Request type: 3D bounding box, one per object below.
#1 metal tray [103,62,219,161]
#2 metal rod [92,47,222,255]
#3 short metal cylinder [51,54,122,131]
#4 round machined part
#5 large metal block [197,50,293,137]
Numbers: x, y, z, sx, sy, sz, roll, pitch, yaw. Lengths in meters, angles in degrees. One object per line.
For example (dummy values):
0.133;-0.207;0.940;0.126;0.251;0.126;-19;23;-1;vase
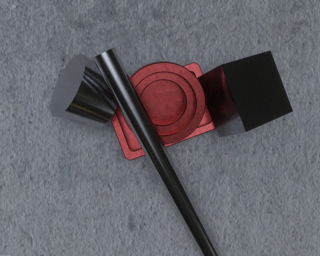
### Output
0.003;-0.021;0.409;0.131;0.030;0.090;-21;90;-1;metal tray
0.006;0.048;0.367;0.025;0.025;0.299;-27;107;0;metal rod
-0.090;-0.042;0.376;0.050;0.080;0.080;24;90;-36;short metal cylinder
0.003;-0.032;0.379;0.099;0.042;0.097;-1;105;-5;round machined part
0.105;-0.042;0.383;0.081;0.050;0.080;-20;90;-26;large metal block
